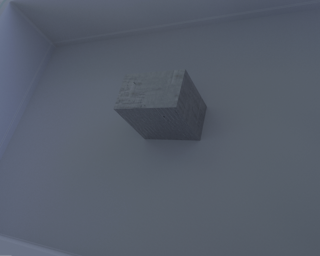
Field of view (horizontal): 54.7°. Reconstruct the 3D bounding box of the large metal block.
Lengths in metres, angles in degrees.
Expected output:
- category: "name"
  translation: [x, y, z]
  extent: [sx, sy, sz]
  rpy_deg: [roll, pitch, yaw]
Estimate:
- category: "large metal block"
  translation: [0.004, -0.025, 0.383]
  extent: [0.080, 0.080, 0.050]
  rpy_deg: [0, 62, 28]
